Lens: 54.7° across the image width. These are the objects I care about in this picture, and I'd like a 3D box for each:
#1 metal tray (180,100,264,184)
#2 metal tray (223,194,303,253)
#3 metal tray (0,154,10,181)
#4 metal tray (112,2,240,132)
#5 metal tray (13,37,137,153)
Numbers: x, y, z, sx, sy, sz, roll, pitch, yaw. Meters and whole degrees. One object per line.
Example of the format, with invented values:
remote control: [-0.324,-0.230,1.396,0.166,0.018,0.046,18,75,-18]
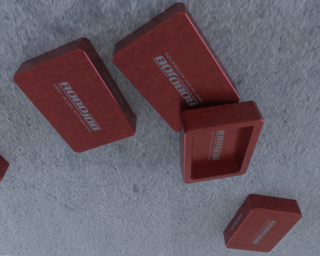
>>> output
metal tray: [0.073,0.024,0.399,0.091,0.030,0.129,-9,143,-3]
metal tray: [0.179,0.174,0.555,0.091,0.030,0.129,10,130,-9]
metal tray: [-0.289,0.032,0.427,0.090,0.030,0.130,-16,129,12]
metal tray: [0.021,-0.061,0.352,0.090,0.030,0.130,-28,125,21]
metal tray: [-0.096,-0.033,0.375,0.090,0.030,0.130,-18,128,14]
